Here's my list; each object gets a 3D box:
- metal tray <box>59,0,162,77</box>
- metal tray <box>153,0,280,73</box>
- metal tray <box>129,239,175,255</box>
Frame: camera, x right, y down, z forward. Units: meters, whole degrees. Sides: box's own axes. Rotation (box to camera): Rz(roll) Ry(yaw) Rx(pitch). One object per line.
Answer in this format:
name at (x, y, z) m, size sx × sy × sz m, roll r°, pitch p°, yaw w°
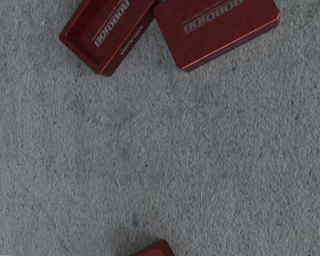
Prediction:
metal tray at (-0.070, -0.148, 0.430) m, size 0.090 × 0.030 × 0.130 m, roll 43°, pitch 103°, yaw 15°
metal tray at (0.067, -0.138, 0.383) m, size 0.130 × 0.030 × 0.090 m, roll -25°, pitch 82°, yaw 18°
metal tray at (-0.002, 0.227, 0.407) m, size 0.090 × 0.030 × 0.130 m, roll -33°, pitch 80°, yaw 17°
